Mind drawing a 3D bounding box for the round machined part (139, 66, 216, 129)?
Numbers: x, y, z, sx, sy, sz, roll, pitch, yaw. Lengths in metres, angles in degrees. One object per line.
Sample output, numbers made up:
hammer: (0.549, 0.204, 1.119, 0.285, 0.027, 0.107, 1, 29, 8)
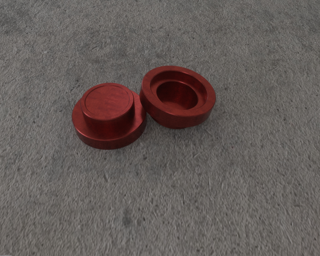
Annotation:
round machined part: (0.021, -0.037, 0.415, 0.099, 0.042, 0.098, 8, 47, -8)

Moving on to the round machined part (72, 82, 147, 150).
round machined part: (-0.067, -0.023, 0.411, 0.099, 0.042, 0.098, 0, 50, 0)
